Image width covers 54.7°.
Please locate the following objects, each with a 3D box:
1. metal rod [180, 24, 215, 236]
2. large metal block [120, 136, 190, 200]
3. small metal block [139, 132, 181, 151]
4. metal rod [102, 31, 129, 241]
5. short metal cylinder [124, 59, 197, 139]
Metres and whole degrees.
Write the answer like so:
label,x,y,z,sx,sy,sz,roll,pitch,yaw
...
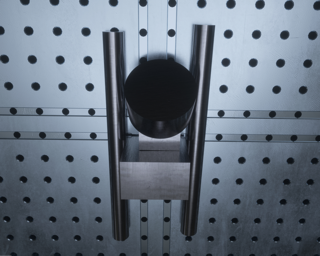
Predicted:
label,x,y,z,sx,sy,sz,roll,pitch,yaw
metal rod,0.048,0.017,0.420,0.025,0.025,0.298,2,110,-1
large metal block,-0.006,0.049,0.399,0.081,0.080,0.050,1,110,-1
small metal block,-0.001,0.007,0.402,0.050,0.050,0.025,1,110,-1
metal rod,-0.058,0.024,0.422,0.025,0.025,0.298,1,110,0
short metal cylinder,0.001,-0.033,0.365,0.081,0.050,0.080,1,66,-1
